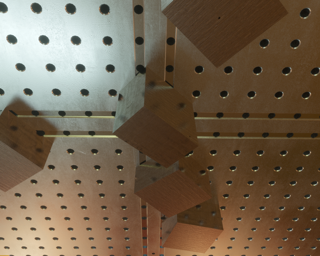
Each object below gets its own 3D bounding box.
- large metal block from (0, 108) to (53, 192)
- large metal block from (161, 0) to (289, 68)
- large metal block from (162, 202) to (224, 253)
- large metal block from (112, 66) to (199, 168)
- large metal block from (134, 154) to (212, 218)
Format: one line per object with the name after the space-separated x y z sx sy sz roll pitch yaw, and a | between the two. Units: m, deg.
-0.210 0.032 0.420 0.080 0.050 0.080 -29 125 22 | large metal block
0.058 -0.119 0.295 0.080 0.050 0.080 -37 122 27 | large metal block
0.054 0.171 0.542 0.081 0.050 0.079 13 129 -12 | large metal block
-0.004 -0.013 0.365 0.080 0.080 0.050 36 121 -27 | large metal block
0.019 0.081 0.465 0.080 0.050 0.080 -32 124 24 | large metal block
